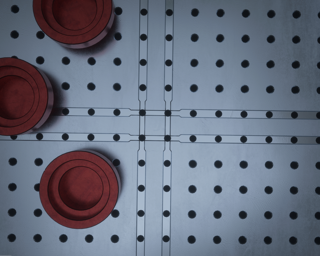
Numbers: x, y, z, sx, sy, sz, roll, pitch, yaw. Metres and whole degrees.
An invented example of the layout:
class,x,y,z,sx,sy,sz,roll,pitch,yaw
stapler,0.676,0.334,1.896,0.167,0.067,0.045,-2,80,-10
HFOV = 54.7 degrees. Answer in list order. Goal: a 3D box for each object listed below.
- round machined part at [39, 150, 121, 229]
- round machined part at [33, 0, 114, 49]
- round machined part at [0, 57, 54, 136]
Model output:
class,x,y,z,sx,sy,sz,roll,pitch,yaw
round machined part,-0.101,0.076,0.404,0.099,0.042,0.097,0,90,-1
round machined part,-0.108,-0.152,0.403,0.099,0.042,0.097,0,90,-1
round machined part,-0.188,-0.039,0.402,0.099,0.042,0.097,0,90,-1
